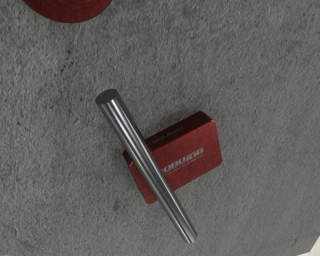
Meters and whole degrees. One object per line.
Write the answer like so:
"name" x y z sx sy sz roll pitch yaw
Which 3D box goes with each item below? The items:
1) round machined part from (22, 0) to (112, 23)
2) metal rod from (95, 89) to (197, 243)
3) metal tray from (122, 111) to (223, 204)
"round machined part" -0.080 -0.140 0.266 0.099 0.042 0.097 -14 125 -21
"metal rod" -0.003 0.072 0.411 0.025 0.025 0.299 -33 129 -8
"metal tray" 0.022 0.043 0.444 0.131 0.030 0.090 -27 128 -12
